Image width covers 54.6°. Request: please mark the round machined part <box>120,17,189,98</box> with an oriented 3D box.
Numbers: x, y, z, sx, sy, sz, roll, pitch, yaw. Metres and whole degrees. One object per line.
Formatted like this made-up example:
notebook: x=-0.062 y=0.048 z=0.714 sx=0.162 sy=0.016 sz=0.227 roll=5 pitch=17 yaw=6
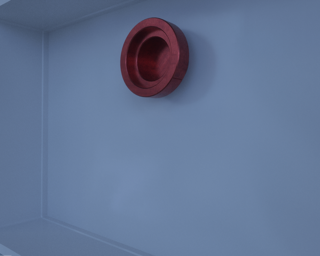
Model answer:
round machined part: x=-0.002 y=-0.087 z=0.399 sx=0.098 sy=0.042 sz=0.097 roll=0 pitch=90 yaw=40
